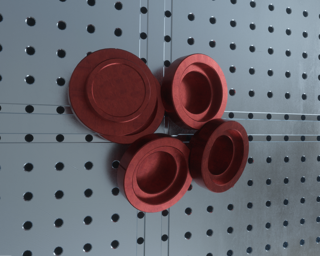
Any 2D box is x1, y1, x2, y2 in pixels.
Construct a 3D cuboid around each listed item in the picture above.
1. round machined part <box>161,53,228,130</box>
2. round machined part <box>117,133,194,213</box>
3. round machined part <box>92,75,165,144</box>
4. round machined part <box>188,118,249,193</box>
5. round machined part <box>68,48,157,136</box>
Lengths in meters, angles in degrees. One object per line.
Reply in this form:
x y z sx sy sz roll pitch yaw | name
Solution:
0.041 -0.046 0.410 0.099 0.042 0.097 -1 92 -37 | round machined part
-0.009 0.053 0.392 0.099 0.042 0.097 -9 109 -28 | round machined part
-0.046 -0.029 0.387 0.099 0.042 0.097 0 90 -21 | round machined part
0.074 0.034 0.420 0.099 0.042 0.097 -12 108 -39 | round machined part
-0.049 -0.040 0.341 0.099 0.042 0.097 0 90 -21 | round machined part
